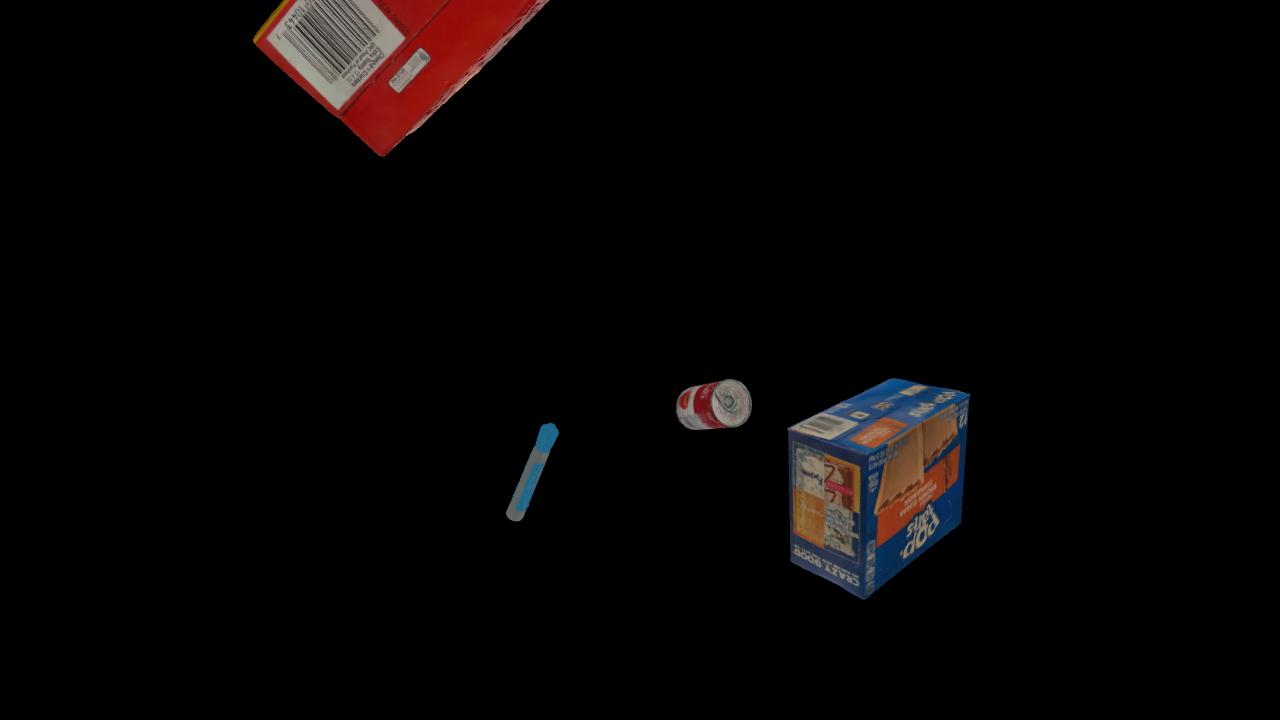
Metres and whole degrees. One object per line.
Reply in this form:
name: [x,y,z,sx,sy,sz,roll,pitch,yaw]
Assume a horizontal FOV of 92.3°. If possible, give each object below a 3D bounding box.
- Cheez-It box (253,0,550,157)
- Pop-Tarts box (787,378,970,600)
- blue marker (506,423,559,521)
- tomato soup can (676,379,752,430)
Cheez-It box: [-0.074,-0.214,0.317,0.166,0.071,0.223,-33,31,22]
Pop-Tarts box: [0.224,0.110,0.573,0.167,0.141,0.083,-17,21,-33]
blue marker: [-0.108,0.113,0.618,0.020,0.121,0.020,20,25,-10]
tomato soup can: [0.104,0.066,0.884,0.068,0.068,0.101,0,-9,-26]
